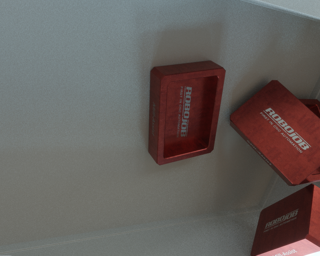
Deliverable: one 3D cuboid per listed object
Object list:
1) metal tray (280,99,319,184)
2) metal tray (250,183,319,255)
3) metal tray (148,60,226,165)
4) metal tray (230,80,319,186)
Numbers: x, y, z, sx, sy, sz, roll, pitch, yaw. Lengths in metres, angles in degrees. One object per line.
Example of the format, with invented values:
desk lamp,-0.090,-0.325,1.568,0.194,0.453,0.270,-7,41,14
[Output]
metal tray,0.229,0.019,0.485,0.091,0.129,0.030,-2,161,-28
metal tray,0.194,0.149,0.468,0.030,0.090,0.129,32,141,-1
metal tray,0.033,-0.019,0.411,0.091,0.030,0.129,-11,123,-22
metal tray,0.176,0.006,0.442,0.090,0.130,0.030,-40,161,-1
